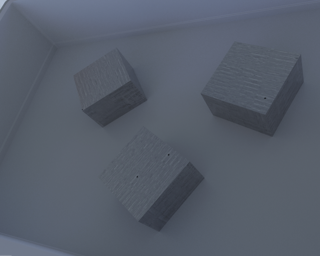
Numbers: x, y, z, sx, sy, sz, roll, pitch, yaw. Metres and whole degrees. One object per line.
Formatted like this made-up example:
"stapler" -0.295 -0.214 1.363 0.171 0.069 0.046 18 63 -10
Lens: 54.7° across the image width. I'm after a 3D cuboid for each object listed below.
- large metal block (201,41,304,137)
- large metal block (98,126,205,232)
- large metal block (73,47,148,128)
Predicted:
"large metal block" 0.108 -0.047 0.362 0.080 0.050 0.080 24 75 36
"large metal block" -0.010 0.057 0.360 0.080 0.050 0.080 -49 51 -6
"large metal block" -0.076 -0.061 0.467 0.080 0.050 0.080 -31 52 8
